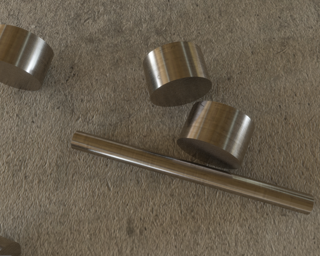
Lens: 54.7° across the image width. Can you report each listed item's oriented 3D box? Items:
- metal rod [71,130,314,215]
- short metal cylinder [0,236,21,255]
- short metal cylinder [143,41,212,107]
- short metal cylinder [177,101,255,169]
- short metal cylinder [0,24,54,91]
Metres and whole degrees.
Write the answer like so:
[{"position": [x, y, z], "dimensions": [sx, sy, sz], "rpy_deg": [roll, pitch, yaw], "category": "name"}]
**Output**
[{"position": [0.035, 0.054, 0.388], "dimensions": [0.301, 0.025, 0.025], "rpy_deg": [15, 71, 5], "category": "metal rod"}, {"position": [-0.193, 0.150, 0.323], "dimensions": [0.050, 0.080, 0.080], "rpy_deg": [19, 71, 7], "category": "short metal cylinder"}, {"position": [0.022, -0.067, 0.404], "dimensions": [0.081, 0.080, 0.050], "rpy_deg": [-12, 71, -4], "category": "short metal cylinder"}, {"position": [0.067, 0.010, 0.376], "dimensions": [0.080, 0.080, 0.050], "rpy_deg": [23, 72, 8], "category": "short metal cylinder"}, {"position": [-0.189, -0.090, 0.410], "dimensions": [0.080, 0.080, 0.050], "rpy_deg": [12, 71, 4], "category": "short metal cylinder"}]
